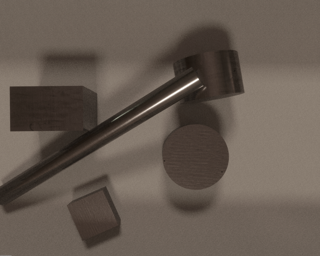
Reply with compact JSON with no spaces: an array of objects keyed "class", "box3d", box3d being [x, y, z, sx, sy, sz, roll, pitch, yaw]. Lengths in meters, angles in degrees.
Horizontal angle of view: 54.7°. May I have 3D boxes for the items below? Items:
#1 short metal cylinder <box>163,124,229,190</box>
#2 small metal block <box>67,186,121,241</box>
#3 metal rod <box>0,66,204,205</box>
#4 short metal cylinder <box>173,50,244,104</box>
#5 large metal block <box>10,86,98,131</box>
[{"class":"short metal cylinder","box3d":[0.043,0.035,0.400,0.081,0.050,0.079,0,90,-1]},{"class":"small metal block","box3d":[-0.087,0.112,0.410,0.050,0.025,0.050,-24,90,-1]},{"class":"metal rod","box3d":[-0.084,0.017,0.373,0.300,0.025,0.025,-30,91,14]},{"class":"short metal cylinder","box3d":[0.060,-0.061,0.385,0.080,0.080,0.050,-10,90,0]},{"class":"large metal block","box3d":[-0.126,-0.022,0.382,0.081,0.080,0.050,-1,90,-1]}]
